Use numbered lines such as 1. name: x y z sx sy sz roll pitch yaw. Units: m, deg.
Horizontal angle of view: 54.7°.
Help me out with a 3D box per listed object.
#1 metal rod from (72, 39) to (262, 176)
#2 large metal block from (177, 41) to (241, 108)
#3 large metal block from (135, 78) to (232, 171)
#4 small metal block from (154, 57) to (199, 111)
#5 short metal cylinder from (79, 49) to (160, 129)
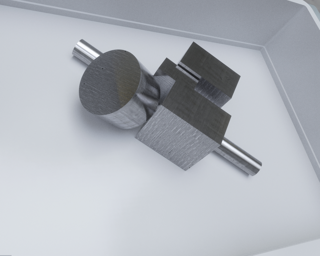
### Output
1. metal rod: 0.014 -0.025 0.429 0.301 0.025 0.025 34 51 -6
2. large metal block: 0.051 -0.058 0.435 0.080 0.080 0.050 35 51 -6
3. large metal block: 0.027 -0.001 0.386 0.080 0.080 0.050 34 51 -6
4. small metal block: 0.013 -0.054 0.400 0.050 0.050 0.025 35 51 -5
5. short metal cylinder: -0.047 -0.044 0.364 0.050 0.080 0.080 37 35 -59
